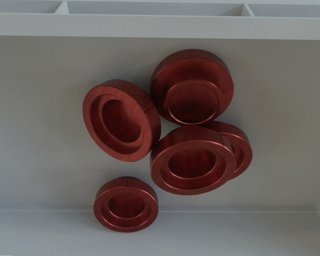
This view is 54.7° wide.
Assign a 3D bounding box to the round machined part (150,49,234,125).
[{"bbox_3d":[0.038,-0.039,0.365,0.099,0.042,0.097,0,130,0],"label":"round machined part"}]

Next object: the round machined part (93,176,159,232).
[{"bbox_3d":[-0.052,0.116,0.489,0.099,0.042,0.097,-1,121,-2],"label":"round machined part"}]

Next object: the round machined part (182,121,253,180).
[{"bbox_3d":[0.072,0.029,0.423,0.099,0.042,0.097,-1,131,0],"label":"round machined part"}]

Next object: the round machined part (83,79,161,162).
[{"bbox_3d":[-0.040,-0.012,0.368,0.098,0.042,0.097,16,124,26],"label":"round machined part"}]

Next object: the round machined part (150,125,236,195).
[{"bbox_3d":[0.037,0.035,0.369,0.099,0.042,0.097,-2,133,-2],"label":"round machined part"}]
